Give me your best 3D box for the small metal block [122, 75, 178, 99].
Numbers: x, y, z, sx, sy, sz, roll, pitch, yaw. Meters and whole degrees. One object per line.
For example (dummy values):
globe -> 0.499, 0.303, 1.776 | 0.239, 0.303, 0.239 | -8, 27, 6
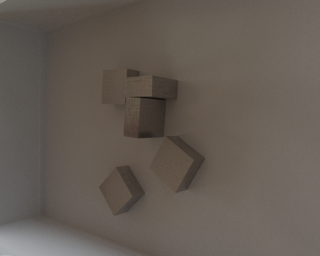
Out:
small metal block -> -0.013, -0.051, 0.399 | 0.050, 0.050, 0.025 | 4, 92, 39

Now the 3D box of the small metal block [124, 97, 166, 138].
small metal block -> -0.019, -0.013, 0.404 | 0.025, 0.050, 0.050 | 7, 95, 39

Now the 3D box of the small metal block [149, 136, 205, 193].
small metal block -> 0.020, 0.044, 0.388 | 0.050, 0.025, 0.050 | 40, 114, 32

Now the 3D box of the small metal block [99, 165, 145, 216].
small metal block -> -0.056, 0.091, 0.451 | 0.050, 0.025, 0.050 | -49, 61, 28

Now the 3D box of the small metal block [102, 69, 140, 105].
small metal block -> -0.058, -0.059, 0.452 | 0.050, 0.025, 0.050 | 6, 94, 39
